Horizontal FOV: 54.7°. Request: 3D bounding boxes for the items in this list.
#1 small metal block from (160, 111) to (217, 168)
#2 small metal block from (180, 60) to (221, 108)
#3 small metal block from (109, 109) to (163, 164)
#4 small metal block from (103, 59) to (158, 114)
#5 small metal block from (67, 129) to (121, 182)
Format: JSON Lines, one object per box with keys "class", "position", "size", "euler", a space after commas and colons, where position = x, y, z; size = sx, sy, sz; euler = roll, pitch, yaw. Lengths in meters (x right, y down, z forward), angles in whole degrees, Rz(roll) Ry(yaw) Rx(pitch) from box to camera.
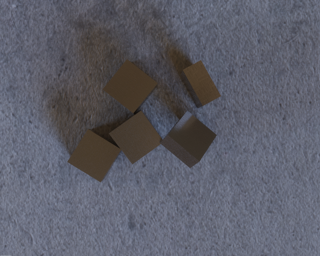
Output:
{"class": "small metal block", "position": [0.037, 0.014, 0.398], "size": [0.050, 0.025, 0.050], "euler": [40, 54, 0]}
{"class": "small metal block", "position": [0.051, -0.054, 0.398], "size": [0.025, 0.050, 0.050], "euler": [-29, 90, 0]}
{"class": "small metal block", "position": [-0.031, 0.011, 0.406], "size": [0.050, 0.025, 0.050], "euler": [-36, 98, 0]}
{"class": "small metal block", "position": [-0.038, -0.054, 0.409], "size": [0.050, 0.025, 0.050], "euler": [38, 89, 0]}
{"class": "small metal block", "position": [-0.084, 0.035, 0.409], "size": [0.050, 0.025, 0.050], "euler": [32, 90, -1]}
